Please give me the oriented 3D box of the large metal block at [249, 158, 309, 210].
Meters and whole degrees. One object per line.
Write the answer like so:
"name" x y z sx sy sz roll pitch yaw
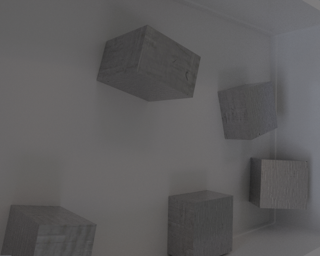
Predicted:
"large metal block" 0.204 0.094 0.537 0.081 0.050 0.080 3 88 -4

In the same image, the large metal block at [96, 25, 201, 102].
"large metal block" -0.013 -0.069 0.359 0.080 0.080 0.050 19 78 -39

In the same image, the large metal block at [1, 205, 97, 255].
"large metal block" -0.106 0.119 0.282 0.050 0.080 0.080 15 81 -39

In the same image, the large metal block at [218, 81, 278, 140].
"large metal block" 0.146 -0.030 0.513 0.081 0.050 0.079 -18 102 -39

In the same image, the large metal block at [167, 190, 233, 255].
"large metal block" 0.058 0.136 0.439 0.081 0.050 0.080 2 89 -40
